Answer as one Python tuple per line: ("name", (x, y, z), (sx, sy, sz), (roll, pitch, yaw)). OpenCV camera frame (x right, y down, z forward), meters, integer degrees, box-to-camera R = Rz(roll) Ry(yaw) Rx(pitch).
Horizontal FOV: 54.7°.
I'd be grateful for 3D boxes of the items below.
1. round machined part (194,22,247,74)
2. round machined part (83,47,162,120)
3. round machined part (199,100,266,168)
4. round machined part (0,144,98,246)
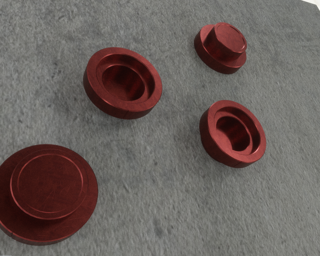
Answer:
("round machined part", (0.113, -0.147, 0.546), (0.099, 0.042, 0.098), (14, 56, -21))
("round machined part", (-0.050, -0.053, 0.399), (0.099, 0.042, 0.098), (14, 56, -21))
("round machined part", (0.098, 0.012, 0.440), (0.099, 0.042, 0.098), (14, 56, -21))
("round machined part", (-0.108, 0.059, 0.299), (0.099, 0.042, 0.098), (14, 56, -21))
